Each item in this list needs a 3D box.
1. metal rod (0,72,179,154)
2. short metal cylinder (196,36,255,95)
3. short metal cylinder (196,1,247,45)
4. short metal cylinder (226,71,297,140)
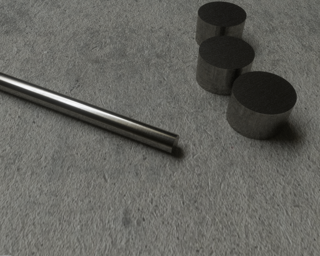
[{"bbox_3d":[-0.118,-0.028,0.425,0.301,0.025,0.025,19,53,15],"label":"metal rod"},{"bbox_3d":[0.097,-0.095,0.468,0.081,0.050,0.080,0,50,0],"label":"short metal cylinder"},{"bbox_3d":[0.104,-0.175,0.535,0.081,0.050,0.080,0,50,0],"label":"short metal cylinder"},{"bbox_3d":[0.133,-0.031,0.414,0.081,0.050,0.080,0,50,0],"label":"short metal cylinder"}]
